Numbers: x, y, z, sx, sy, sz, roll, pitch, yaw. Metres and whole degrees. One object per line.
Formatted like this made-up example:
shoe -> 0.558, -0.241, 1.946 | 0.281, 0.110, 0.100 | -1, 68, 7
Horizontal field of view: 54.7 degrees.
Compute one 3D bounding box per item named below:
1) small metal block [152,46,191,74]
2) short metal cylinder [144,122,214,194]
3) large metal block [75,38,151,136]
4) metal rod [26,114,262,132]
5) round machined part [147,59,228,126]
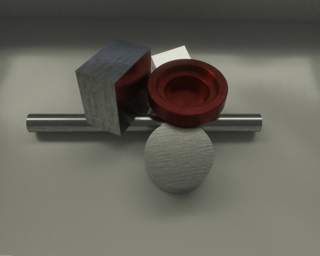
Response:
small metal block -> 0.020, -0.083, 0.439 | 0.050, 0.025, 0.050 | -20, 71, -8
short metal cylinder -> 0.022, 0.037, 0.380 | 0.081, 0.050, 0.080 | 0, 70, 0
large metal block -> -0.052, -0.051, 0.381 | 0.050, 0.079, 0.080 | 20, 48, 18
metal rod -> -0.019, -0.007, 0.409 | 0.302, 0.025, 0.025 | 0, 70, -1
round machined part -> 0.034, -0.040, 0.394 | 0.099, 0.042, 0.098 | 0, 52, 0
